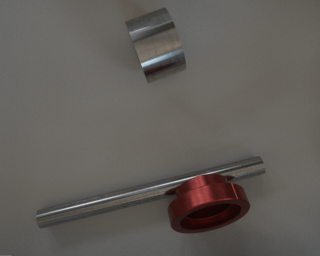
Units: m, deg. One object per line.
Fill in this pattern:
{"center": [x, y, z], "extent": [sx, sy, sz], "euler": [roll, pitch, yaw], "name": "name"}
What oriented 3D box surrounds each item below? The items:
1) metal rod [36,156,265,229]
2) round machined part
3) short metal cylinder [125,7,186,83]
{"center": [-0.011, 0.085, 0.411], "extent": [0.302, 0.025, 0.025], "euler": [-14, 90, -1], "name": "metal rod"}
{"center": [0.057, 0.092, 0.386], "extent": [0.099, 0.098, 0.042], "euler": [-14, 53, 0], "name": "round machined part"}
{"center": [-0.005, -0.101, 0.384], "extent": [0.050, 0.080, 0.080], "euler": [-21, 90, 0], "name": "short metal cylinder"}
